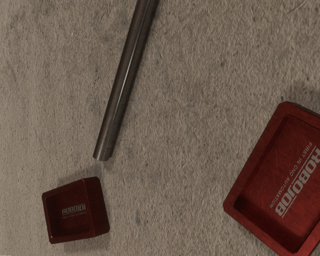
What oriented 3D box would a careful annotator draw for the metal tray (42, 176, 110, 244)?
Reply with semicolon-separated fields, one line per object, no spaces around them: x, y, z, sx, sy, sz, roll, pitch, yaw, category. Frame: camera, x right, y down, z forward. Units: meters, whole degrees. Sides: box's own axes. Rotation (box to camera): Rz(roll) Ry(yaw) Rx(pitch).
-0.145;0.139;0.517;0.130;0.030;0.090;-23;76;37;metal tray

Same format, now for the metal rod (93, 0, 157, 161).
-0.045;-0.091;0.439;0.025;0.025;0.298;30;108;36;metal rod

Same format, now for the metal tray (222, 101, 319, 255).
0.128;0.051;0.294;0.090;0.030;0.129;36;112;33;metal tray
